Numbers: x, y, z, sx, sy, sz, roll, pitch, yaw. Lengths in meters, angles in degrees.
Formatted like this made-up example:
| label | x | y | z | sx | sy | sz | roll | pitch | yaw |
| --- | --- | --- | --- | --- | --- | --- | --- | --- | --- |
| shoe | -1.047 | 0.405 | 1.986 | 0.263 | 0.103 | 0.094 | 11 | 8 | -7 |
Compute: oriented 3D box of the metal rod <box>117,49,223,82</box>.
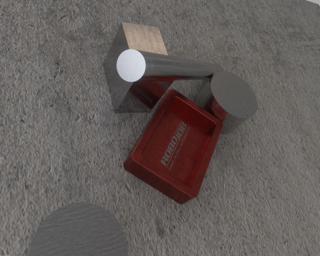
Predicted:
| label | x | y | z | sx | sy | sz | roll | pitch | yaw |
| --- | --- | --- | --- | --- | --- | --- | --- | --- | --- |
| metal rod | 0.035 | -0.071 | 0.376 | 0.025 | 0.025 | 0.301 | 51 | 23 | 8 |

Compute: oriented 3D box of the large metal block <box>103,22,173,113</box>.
| label | x | y | z | sx | sy | sz | roll | pitch | yaw |
| --- | --- | --- | --- | --- | --- | --- | --- | --- | --- |
| large metal block | -0.030 | -0.074 | 0.397 | 0.050 | 0.080 | 0.080 | -3 | 63 | -30 |

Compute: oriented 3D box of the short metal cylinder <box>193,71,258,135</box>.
| label | x | y | z | sx | sy | sz | roll | pitch | yaw |
| --- | --- | --- | --- | --- | --- | --- | --- | --- | --- |
| short metal cylinder | 0.097 | -0.037 | 0.462 | 0.081 | 0.050 | 0.080 | 14 | 56 | -21 |

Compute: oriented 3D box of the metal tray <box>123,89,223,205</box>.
| label | x | y | z | sx | sy | sz | roll | pitch | yaw |
| --- | --- | --- | --- | --- | --- | --- | --- | --- | --- |
| metal tray | 0.022 | 0.020 | 0.400 | 0.090 | 0.030 | 0.130 | 34 | 51 | -6 |

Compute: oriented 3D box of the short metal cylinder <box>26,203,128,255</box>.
| label | x | y | z | sx | sy | sz | roll | pitch | yaw |
| --- | --- | --- | --- | --- | --- | --- | --- | --- | --- |
| short metal cylinder | -0.076 | 0.113 | 0.278 | 0.081 | 0.050 | 0.080 | 14 | 56 | -21 |
